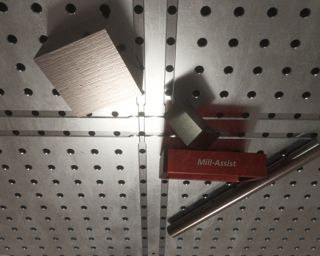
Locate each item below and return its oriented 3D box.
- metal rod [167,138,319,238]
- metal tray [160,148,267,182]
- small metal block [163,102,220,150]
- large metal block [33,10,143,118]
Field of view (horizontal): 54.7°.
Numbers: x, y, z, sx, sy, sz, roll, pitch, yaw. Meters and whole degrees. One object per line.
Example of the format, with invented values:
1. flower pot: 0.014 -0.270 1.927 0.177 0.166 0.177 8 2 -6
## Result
1. metal rod: 0.124 0.108 0.505 0.025 0.025 0.299 35 121 -27
2. metal tray: 0.067 0.054 0.424 0.131 0.030 0.090 3 166 -3
3. small metal block: 0.039 -0.001 0.380 0.025 0.050 0.050 -49 149 17
4. large metal block: -0.072 -0.067 0.337 0.080 0.050 0.080 -18 128 14
